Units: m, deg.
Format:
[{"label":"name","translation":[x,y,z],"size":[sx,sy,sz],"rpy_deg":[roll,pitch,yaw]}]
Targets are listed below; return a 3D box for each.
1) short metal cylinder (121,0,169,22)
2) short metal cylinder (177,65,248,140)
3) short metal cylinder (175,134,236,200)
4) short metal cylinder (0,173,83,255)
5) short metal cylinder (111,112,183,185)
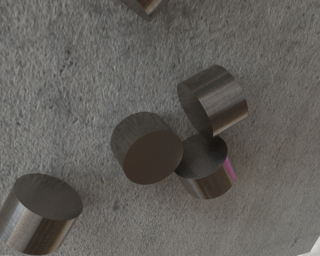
[{"label":"short metal cylinder","translation":[-0.022,-0.141,0.273],"size":[0.050,0.080,0.080],"rpy_deg":[-49,129,6]},{"label":"short metal cylinder","translation":[0.064,-0.032,0.388],"size":[0.050,0.080,0.080],"rpy_deg":[-30,129,-10]},{"label":"short metal cylinder","translation":[0.063,0.054,0.441],"size":[0.080,0.080,0.050],"rpy_deg":[-34,129,-6]},{"label":"short metal cylinder","translation":[-0.137,0.097,0.357],"size":[0.080,0.080,0.050],"rpy_deg":[22,107,-37]},{"label":"short metal cylinder","translation":[-0.017,0.026,0.399],"size":[0.081,0.050,0.079],"rpy_deg":[-14,125,-21]}]
